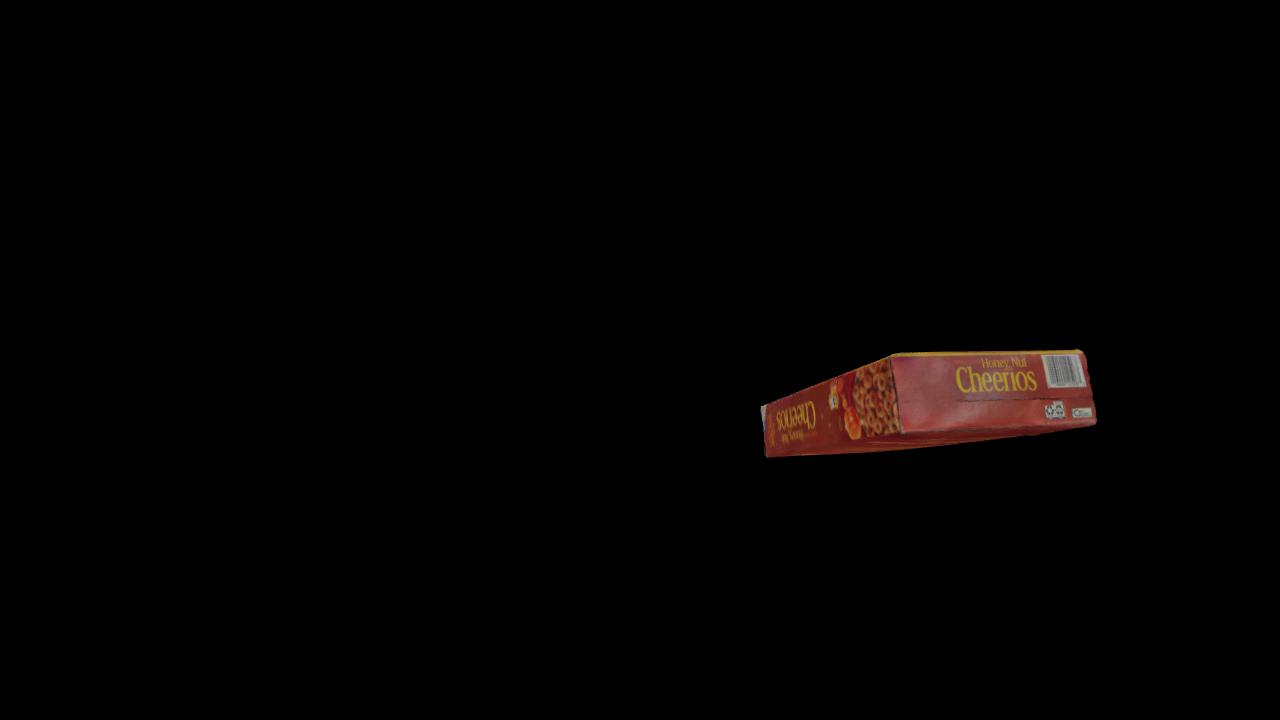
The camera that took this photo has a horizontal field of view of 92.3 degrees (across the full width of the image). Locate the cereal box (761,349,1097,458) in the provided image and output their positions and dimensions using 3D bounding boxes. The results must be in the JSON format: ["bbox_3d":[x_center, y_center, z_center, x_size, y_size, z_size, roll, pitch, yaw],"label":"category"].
[{"bbox_3d":[0.284,0.058,0.681,0.203,0.081,0.306,-1,-12,-11],"label":"cereal box"}]
